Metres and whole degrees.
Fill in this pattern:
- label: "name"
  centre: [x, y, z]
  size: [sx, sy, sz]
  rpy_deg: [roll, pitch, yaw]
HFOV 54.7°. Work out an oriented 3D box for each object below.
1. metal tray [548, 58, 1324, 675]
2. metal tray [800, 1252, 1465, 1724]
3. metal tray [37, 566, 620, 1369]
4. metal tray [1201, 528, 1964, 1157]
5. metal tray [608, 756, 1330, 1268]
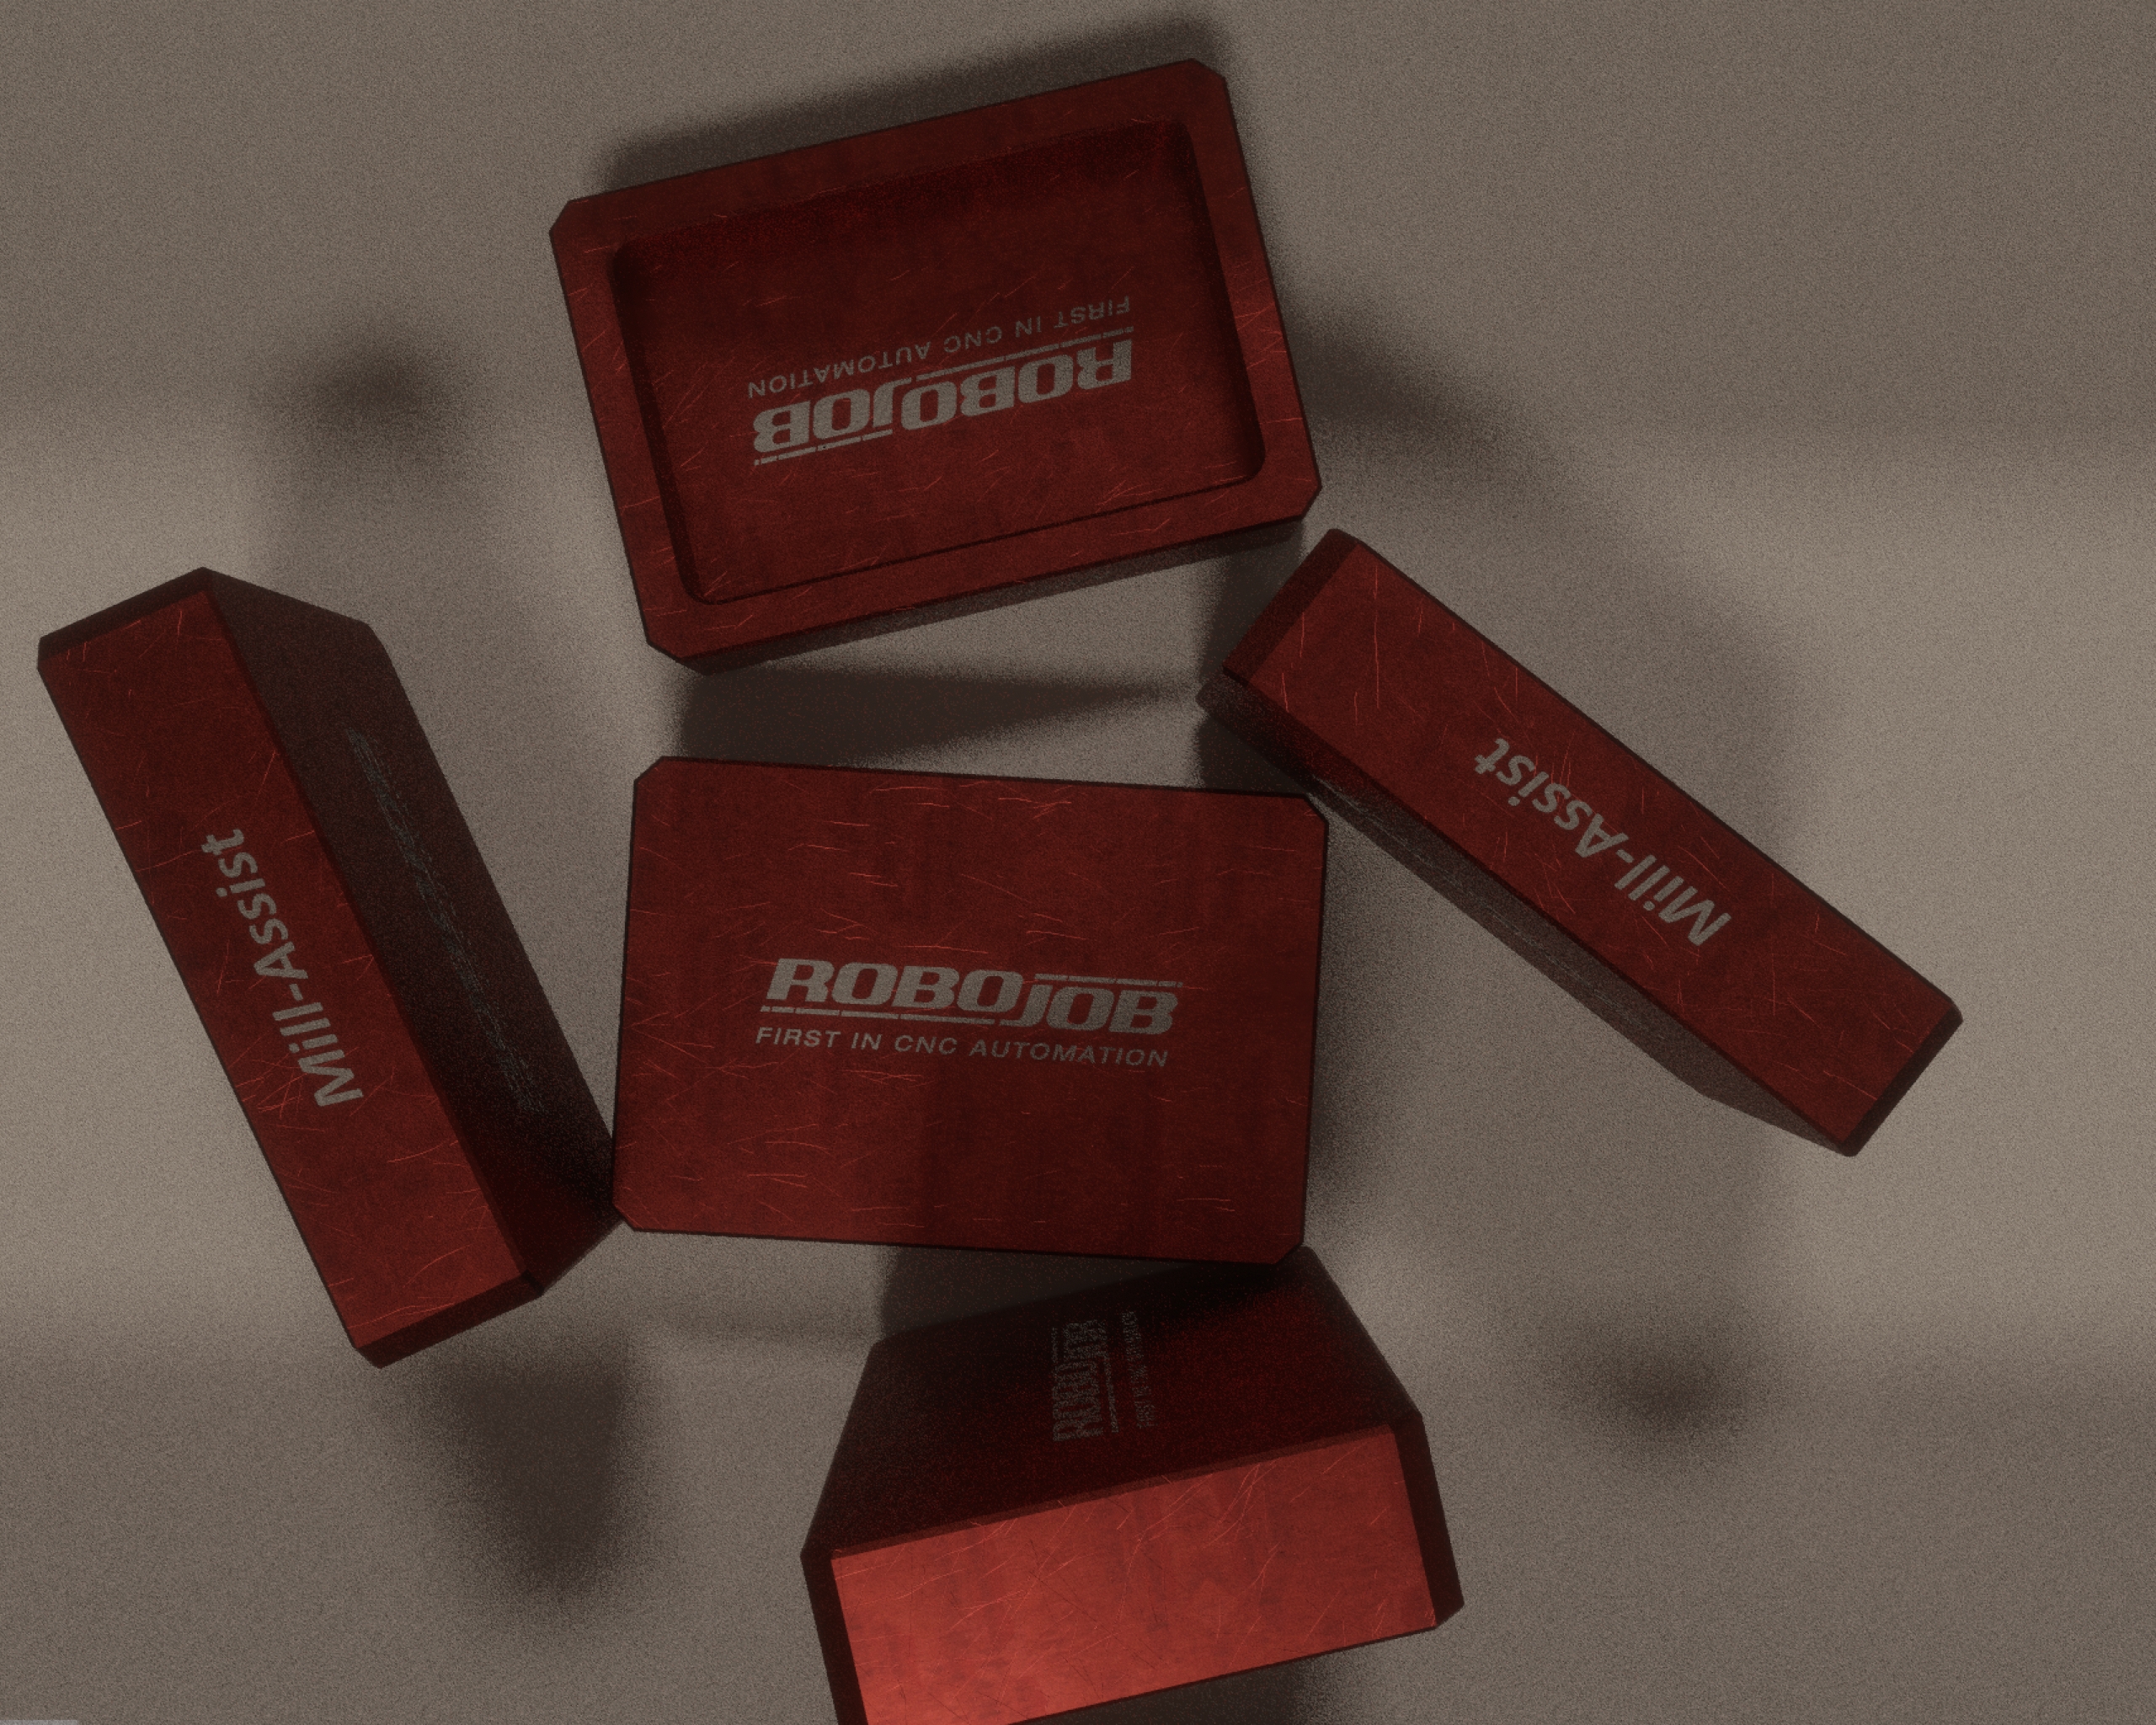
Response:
- label: "metal tray"
  centre: [-0.027, -0.095, 0.407]
  size: [0.131, 0.030, 0.089]
  rpy_deg: [-13, 90, -1]
- label: "metal tray"
  centre: [0.007, 0.101, 0.356]
  size: [0.091, 0.130, 0.030]
  rpy_deg: [-12, 91, -1]
- label: "metal tray"
  centre: [-0.127, 0.017, 0.375]
  size: [0.030, 0.090, 0.129]
  rpy_deg: [-25, 91, -1]
- label: "metal tray"
  centre: [0.084, -0.004, 0.377]
  size: [0.130, 0.090, 0.030]
  rpy_deg: [38, 91, -1]
- label: "metal tray"
  centre: [-0.020, 0.028, 0.406]
  size: [0.131, 0.030, 0.089]
  rpy_deg: [3, 90, -1]
